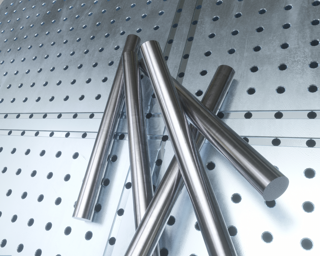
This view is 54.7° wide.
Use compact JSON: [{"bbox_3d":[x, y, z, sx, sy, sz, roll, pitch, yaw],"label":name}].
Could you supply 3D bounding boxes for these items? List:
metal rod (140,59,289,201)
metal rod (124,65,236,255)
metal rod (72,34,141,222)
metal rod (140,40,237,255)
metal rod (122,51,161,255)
[{"bbox_3d":[0.035,-0.025,0.362,0.025,0.025,0.300,-39,38,1],"label":"metal rod"},{"bbox_3d":[0.022,0.046,0.346,0.025,0.025,0.300,12,61,33],"label":"metal rod"},{"bbox_3d":[-0.071,-0.017,0.454,0.025,0.025,0.299,-3,60,26],"label":"metal rod"},{"bbox_3d":[0.031,0.033,0.325,0.025,0.025,0.299,-24,68,13],"label":"metal rod"},{"bbox_3d":[-0.028,0.019,0.398,0.025,0.025,0.299,-18,58,17],"label":"metal rod"}]
